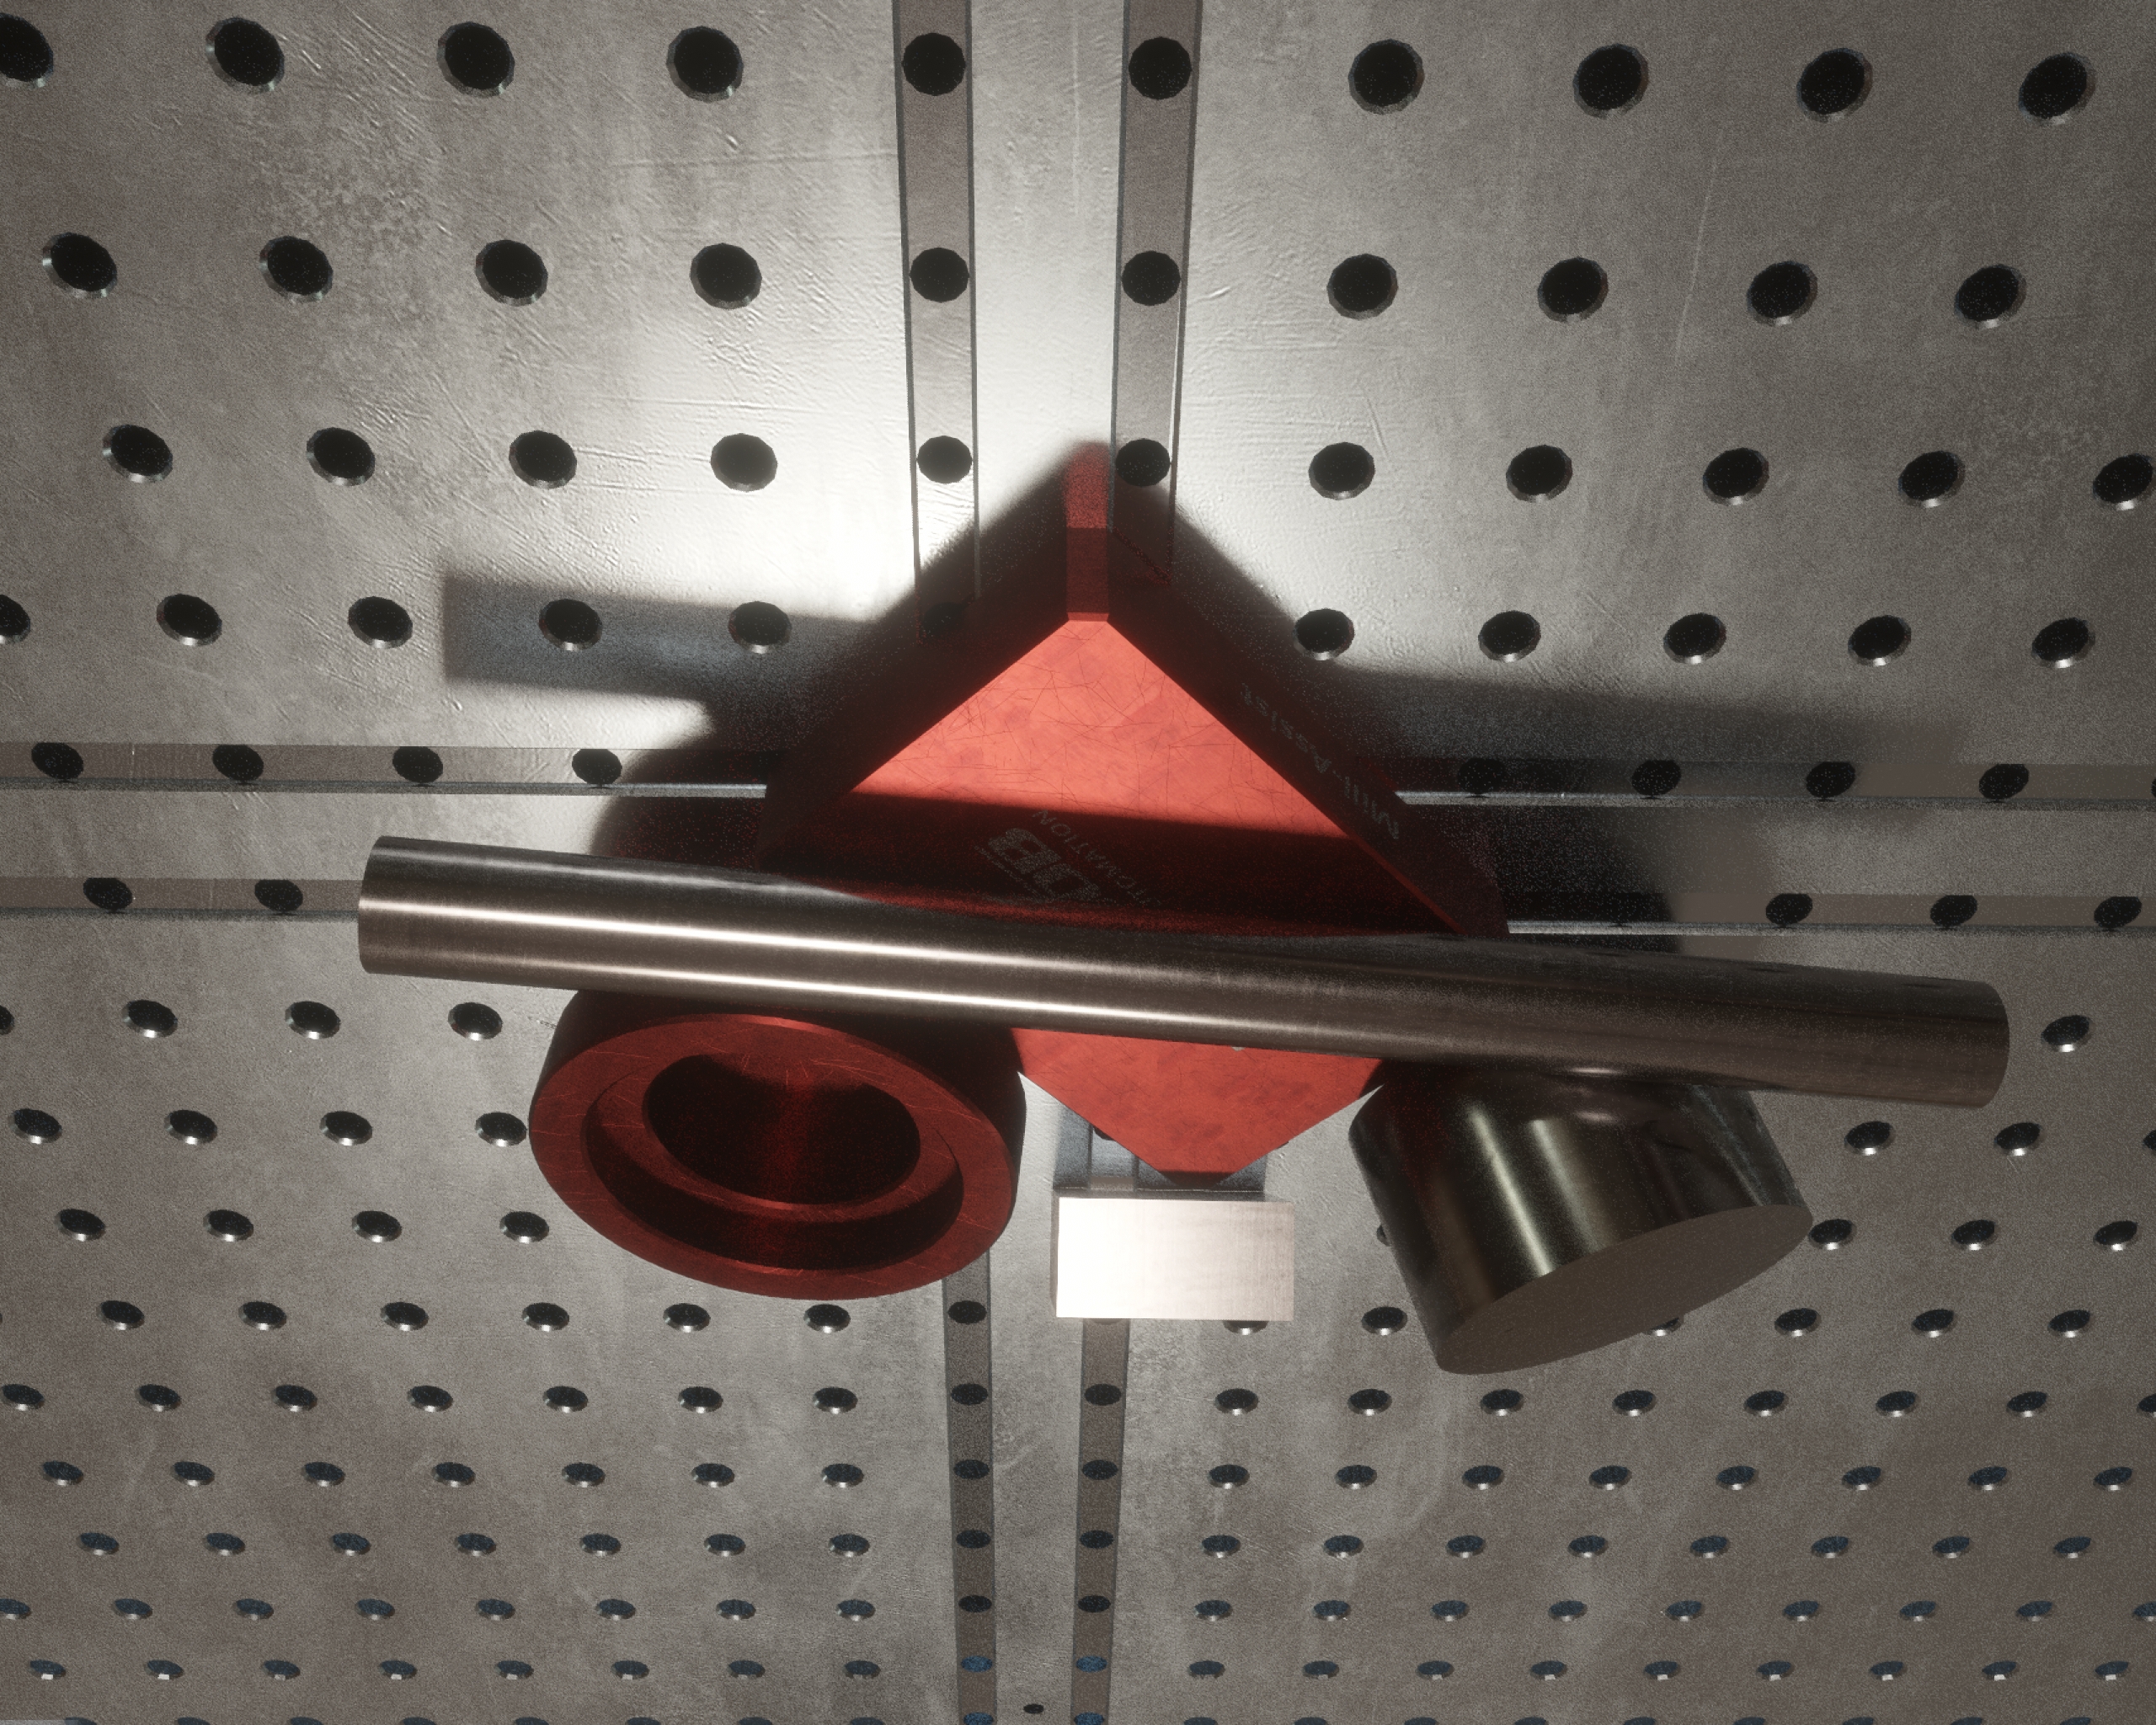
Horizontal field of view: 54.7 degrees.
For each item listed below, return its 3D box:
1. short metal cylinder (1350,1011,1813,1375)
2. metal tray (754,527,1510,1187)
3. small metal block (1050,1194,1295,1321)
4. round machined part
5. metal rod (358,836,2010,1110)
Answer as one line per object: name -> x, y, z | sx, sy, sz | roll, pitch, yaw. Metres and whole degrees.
short metal cylinder -> 0.103, 0.067, 0.434 | 0.081, 0.050, 0.080 | -15, 151, -8
metal tray -> 0.014, 0.005, 0.414 | 0.090, 0.030, 0.130 | -36, 122, 26
small metal block -> 0.020, 0.087, 0.469 | 0.050, 0.025, 0.050 | 2, 173, -3
round machined part -> -0.060, 0.047, 0.433 | 0.099, 0.042, 0.097 | 3, 137, 3
metal rod -> 0.024, 0.021, 0.389 | 0.302, 0.025, 0.025 | 5, 130, -5
